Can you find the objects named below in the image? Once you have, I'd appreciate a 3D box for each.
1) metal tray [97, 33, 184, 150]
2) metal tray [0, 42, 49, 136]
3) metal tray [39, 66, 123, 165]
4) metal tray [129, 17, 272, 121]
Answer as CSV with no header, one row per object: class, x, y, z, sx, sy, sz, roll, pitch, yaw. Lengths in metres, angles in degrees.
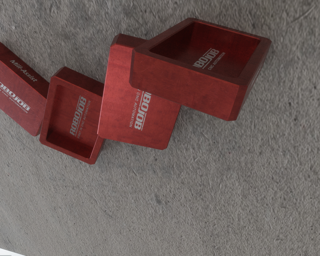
metal tray,-0.020,-0.037,0.370,0.091,0.030,0.129,12,127,-7
metal tray,-0.224,-0.058,0.486,0.130,0.030,0.089,40,129,0
metal tray,-0.116,-0.013,0.443,0.090,0.030,0.129,24,129,-5
metal tray,0.043,-0.061,0.278,0.090,0.131,0.030,21,126,15
